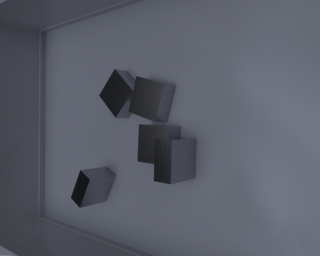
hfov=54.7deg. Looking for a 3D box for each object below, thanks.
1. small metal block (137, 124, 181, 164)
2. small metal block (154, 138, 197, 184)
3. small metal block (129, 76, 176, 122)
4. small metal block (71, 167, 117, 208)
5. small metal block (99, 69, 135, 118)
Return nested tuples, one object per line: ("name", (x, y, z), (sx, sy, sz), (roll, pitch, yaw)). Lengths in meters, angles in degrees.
("small metal block", (-0.002, 0.021, 0.406), (0.050, 0.025, 0.050), (4, 93, 39))
("small metal block", (0.019, 0.038, 0.373), (0.025, 0.050, 0.050), (3, 92, 40))
("small metal block", (-0.011, -0.039, 0.414), (0.050, 0.025, 0.050), (22, 104, 37))
("small metal block", (-0.101, 0.089, 0.471), (0.025, 0.050, 0.050), (35, 111, 34))
("small metal block", (-0.056, -0.049, 0.451), (0.050, 0.025, 0.050), (51, 119, 27))
